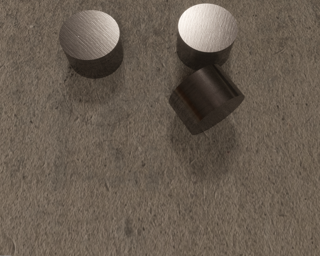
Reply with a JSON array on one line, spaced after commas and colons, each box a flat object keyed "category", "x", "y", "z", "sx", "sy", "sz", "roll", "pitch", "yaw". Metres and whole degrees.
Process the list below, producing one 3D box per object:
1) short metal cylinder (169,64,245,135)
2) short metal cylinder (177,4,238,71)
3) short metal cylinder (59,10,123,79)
[{"category": "short metal cylinder", "x": 0.059, "y": -0.035, "z": 0.392, "sx": 0.080, "sy": 0.080, "sz": 0.050, "roll": -31, "pitch": 73, "yaw": -11}, {"category": "short metal cylinder", "x": 0.065, "y": -0.128, "z": 0.443, "sx": 0.081, "sy": 0.050, "sz": 0.080, "roll": 0, "pitch": 70, "yaw": 0}, {"category": "short metal cylinder", "x": -0.094, "y": -0.117, "z": 0.436, "sx": 0.081, "sy": 0.050, "sz": 0.080, "roll": 0, "pitch": 70, "yaw": 0}]
